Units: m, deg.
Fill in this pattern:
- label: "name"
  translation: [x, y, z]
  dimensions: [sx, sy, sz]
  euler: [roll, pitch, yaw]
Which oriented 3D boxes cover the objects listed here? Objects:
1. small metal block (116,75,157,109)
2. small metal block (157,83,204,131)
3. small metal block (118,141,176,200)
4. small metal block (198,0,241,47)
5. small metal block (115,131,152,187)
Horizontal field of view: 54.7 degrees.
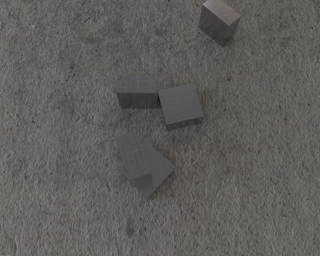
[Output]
- label: "small metal block"
  translation: [-0.029, -0.047, 0.412]
  dimensions: [0.050, 0.050, 0.025]
  euler: [0, 70, 0]
- label: "small metal block"
  translation: [0.027, -0.028, 0.418]
  dimensions: [0.050, 0.025, 0.050]
  euler: [-13, 71, -5]
- label: "small metal block"
  translation: [-0.016, 0.053, 0.388]
  dimensions: [0.050, 0.025, 0.050]
  euler: [40, 75, 13]
- label: "small metal block"
  translation: [0.086, -0.155, 0.452]
  dimensions: [0.025, 0.050, 0.050]
  euler: [-41, 75, -13]
- label: "small metal block"
  translation: [-0.029, 0.037, 0.354]
  dimensions: [0.025, 0.050, 0.050]
  euler: [-18, 71, -6]
